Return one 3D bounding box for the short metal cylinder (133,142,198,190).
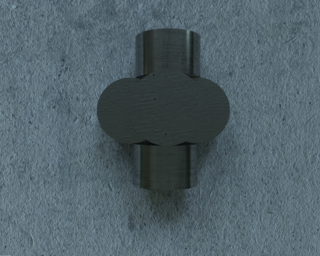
[{"bbox_3d":[0.006,0.044,0.384,0.081,0.080,0.050,0,90,-1],"label":"short metal cylinder"}]

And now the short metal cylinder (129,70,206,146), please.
[{"bbox_3d":[0.008,-0.021,0.348,0.081,0.050,0.079,0,90,-1],"label":"short metal cylinder"}]

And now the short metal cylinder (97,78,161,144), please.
[{"bbox_3d":[-0.036,-0.021,0.398,0.081,0.050,0.079,0,90,-1],"label":"short metal cylinder"}]

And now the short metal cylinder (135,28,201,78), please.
[{"bbox_3d":[0.010,-0.086,0.384,0.081,0.080,0.050,0,90,-1],"label":"short metal cylinder"}]

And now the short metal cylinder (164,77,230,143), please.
[{"bbox_3d":[0.044,-0.022,0.399,0.081,0.050,0.079,0,90,-1],"label":"short metal cylinder"}]
